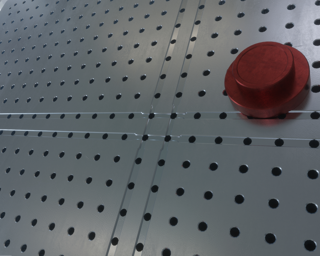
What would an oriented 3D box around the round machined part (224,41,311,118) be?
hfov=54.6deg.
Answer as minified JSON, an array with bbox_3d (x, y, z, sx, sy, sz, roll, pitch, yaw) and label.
[{"bbox_3d":[0.125,-0.064,0.371,0.098,0.042,0.098,-13,56,21],"label":"round machined part"}]
